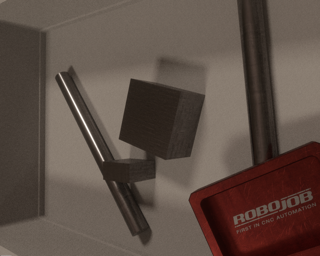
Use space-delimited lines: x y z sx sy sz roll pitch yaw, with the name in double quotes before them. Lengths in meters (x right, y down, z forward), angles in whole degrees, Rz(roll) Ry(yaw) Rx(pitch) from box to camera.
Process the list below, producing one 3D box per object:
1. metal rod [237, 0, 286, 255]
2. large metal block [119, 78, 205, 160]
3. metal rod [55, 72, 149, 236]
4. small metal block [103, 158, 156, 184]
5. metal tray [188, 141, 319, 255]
"metal rod" 0.104 -0.012 0.319 0.025 0.025 0.298 -7 85 39
"large metal block" 0.001 -0.013 0.388 0.080 0.050 0.079 20 103 38
"metal rod" -0.099 0.026 0.485 0.025 0.025 0.299 -46 63 30
"small metal block" -0.042 0.057 0.423 0.050 0.050 0.025 -1 90 39
"metal tray" 0.104 0.078 0.286 0.130 0.030 0.090 -27 79 18
